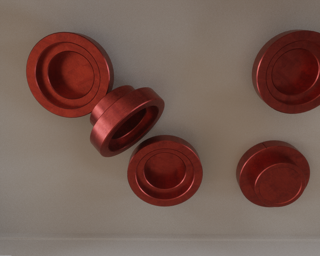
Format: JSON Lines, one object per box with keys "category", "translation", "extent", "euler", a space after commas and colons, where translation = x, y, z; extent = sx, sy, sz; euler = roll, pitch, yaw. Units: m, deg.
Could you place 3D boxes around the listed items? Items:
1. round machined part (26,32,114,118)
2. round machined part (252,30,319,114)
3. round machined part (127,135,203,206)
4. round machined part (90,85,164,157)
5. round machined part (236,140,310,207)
{"category": "round machined part", "translation": [-0.103, -0.064, 0.372], "extent": [0.099, 0.042, 0.097], "euler": [1, 105, 6]}
{"category": "round machined part", "translation": [0.161, -0.070, 0.379], "extent": [0.099, 0.042, 0.097], "euler": [0, 110, -1]}
{"category": "round machined part", "translation": [0.006, 0.054, 0.422], "extent": [0.099, 0.042, 0.097], "euler": [0, 110, -1]}
{"category": "round machined part", "translation": [-0.045, -0.013, 0.375], "extent": [0.042, 0.098, 0.098], "euler": [47, 106, 16]}
{"category": "round machined part", "translation": [0.160, 0.070, 0.430], "extent": [0.099, 0.042, 0.097], "euler": [0, 110, -1]}
